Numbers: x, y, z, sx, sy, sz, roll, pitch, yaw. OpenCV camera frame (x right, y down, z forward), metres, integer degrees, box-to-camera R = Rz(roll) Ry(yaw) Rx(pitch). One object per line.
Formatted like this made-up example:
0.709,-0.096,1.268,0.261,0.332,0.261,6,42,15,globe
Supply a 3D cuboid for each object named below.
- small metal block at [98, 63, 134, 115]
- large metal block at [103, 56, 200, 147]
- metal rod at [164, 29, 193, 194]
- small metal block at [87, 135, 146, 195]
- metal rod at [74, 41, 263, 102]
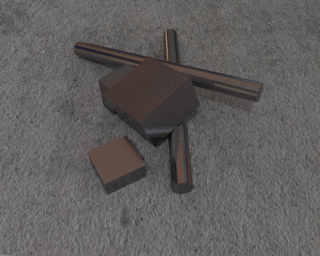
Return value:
-0.054,-0.054,0.431,0.050,0.050,0.025,-35,58,-26,small metal block
-0.010,-0.036,0.395,0.080,0.050,0.080,-43,49,-13,large metal block
0.021,-0.047,0.442,0.025,0.025,0.300,-1,50,-1,metal rod
-0.051,0.043,0.366,0.050,0.025,0.050,-23,54,-19,small metal block
-0.005,-0.087,0.448,0.301,0.025,0.025,19,52,25,metal rod
